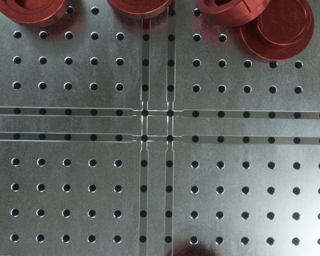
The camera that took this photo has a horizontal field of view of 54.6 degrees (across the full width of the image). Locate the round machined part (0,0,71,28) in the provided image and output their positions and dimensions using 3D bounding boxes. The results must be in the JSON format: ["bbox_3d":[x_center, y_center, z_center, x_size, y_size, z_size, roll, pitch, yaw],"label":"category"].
[{"bbox_3d":[-0.163,-0.178,0.404,0.099,0.042,0.097,0,90,0],"label":"round machined part"}]

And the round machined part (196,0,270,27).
[{"bbox_3d":[0.098,-0.167,0.387,0.042,0.098,0.098,37,90,-39],"label":"round machined part"}]

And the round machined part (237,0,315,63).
[{"bbox_3d":[0.154,-0.137,0.406,0.099,0.042,0.097,0,90,0],"label":"round machined part"}]

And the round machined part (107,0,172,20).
[{"bbox_3d":[-0.027,-0.190,0.405,0.099,0.042,0.097,0,90,0],"label":"round machined part"}]
